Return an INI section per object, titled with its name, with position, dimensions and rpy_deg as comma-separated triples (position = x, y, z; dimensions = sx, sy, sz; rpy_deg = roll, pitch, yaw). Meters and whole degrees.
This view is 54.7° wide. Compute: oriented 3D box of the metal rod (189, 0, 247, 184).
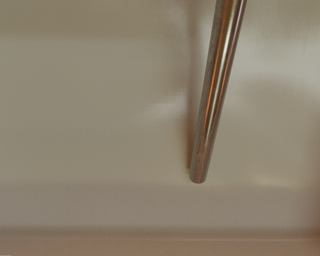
[metal rod]
position = 0.057, -0.035, 0.332
dimensions = 0.025, 0.025, 0.298
rpy_deg = 1, 136, -1
